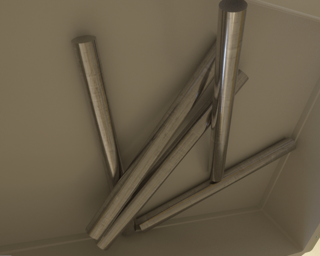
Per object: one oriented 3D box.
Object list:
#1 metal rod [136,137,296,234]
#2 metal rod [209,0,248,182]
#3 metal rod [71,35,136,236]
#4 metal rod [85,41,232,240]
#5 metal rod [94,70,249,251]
[{"bbox_3d":[0.101,0.091,0.519,0.302,0.025,0.025,-25,128,-13],"label":"metal rod"},{"bbox_3d":[0.078,-0.016,0.391,0.025,0.025,0.299,-25,143,-13],"label":"metal rod"},{"bbox_3d":[-0.063,0.034,0.394,0.025,0.025,0.298,-19,126,-18],"label":"metal rod"},{"bbox_3d":[-0.001,0.014,0.394,0.025,0.025,0.299,33,93,-38],"label":"metal rod"},{"bbox_3d":[0.016,0.041,0.421,0.300,0.025,0.025,-50,129,-1],"label":"metal rod"}]
